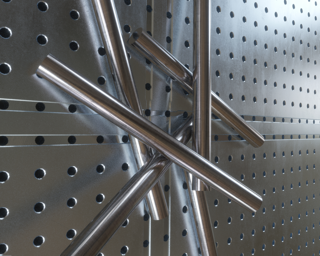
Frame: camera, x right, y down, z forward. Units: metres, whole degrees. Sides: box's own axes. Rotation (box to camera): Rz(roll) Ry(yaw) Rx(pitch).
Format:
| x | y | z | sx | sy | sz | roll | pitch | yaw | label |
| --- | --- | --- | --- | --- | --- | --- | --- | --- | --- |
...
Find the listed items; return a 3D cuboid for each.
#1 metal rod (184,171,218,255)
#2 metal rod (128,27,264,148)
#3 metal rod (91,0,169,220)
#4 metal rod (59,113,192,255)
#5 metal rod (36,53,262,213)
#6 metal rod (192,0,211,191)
| x | y | z | sx | sy | sz | roll | pitch | yaw | label |
| --- | --- | --- | --- | --- | --- | --- | --- | --- | --- |
| 0.072 | 0.177 | 0.468 | 0.025 | 0.025 | 0.298 | -21 | 103 | -38 | metal rod |
| 0.072 | -0.045 | 0.468 | 0.301 | 0.025 | 0.025 | 34 | 69 | -35 | metal rod |
| -0.036 | -0.027 | 0.377 | 0.025 | 0.025 | 0.298 | -23 | 105 | -37 | metal rod |
| -0.019 | 0.060 | 0.345 | 0.301 | 0.025 | 0.025 | -45 | 118 | -47 | metal rod |
| 0.002 | 0.016 | 0.354 | 0.301 | 0.025 | 0.025 | 34 | 68 | -17 | metal rod |
| 0.057 | -0.068 | 0.421 | 0.025 | 0.025 | 0.299 | 9 | 78 | -40 | metal rod |
